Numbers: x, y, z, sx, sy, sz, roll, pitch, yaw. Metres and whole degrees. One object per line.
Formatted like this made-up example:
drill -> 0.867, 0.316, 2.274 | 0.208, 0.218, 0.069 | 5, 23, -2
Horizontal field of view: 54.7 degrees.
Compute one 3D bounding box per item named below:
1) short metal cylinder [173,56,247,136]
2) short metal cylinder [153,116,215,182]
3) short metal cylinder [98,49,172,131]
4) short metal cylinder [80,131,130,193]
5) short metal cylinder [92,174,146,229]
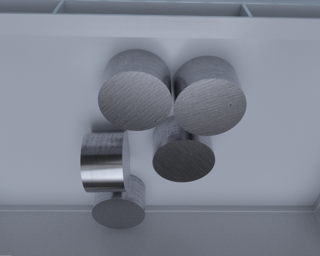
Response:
short metal cylinder -> 0.055, -0.037, 0.362 | 0.081, 0.050, 0.079 | 0, 130, 0
short metal cylinder -> 0.031, 0.028, 0.417 | 0.081, 0.050, 0.079 | 0, 130, 0
short metal cylinder -> -0.027, -0.043, 0.356 | 0.081, 0.050, 0.079 | 0, 130, 0
short metal cylinder -> -0.069, 0.044, 0.410 | 0.050, 0.080, 0.079 | -2, 130, 1
short metal cylinder -> -0.063, 0.116, 0.491 | 0.081, 0.050, 0.079 | 0, 130, 0
